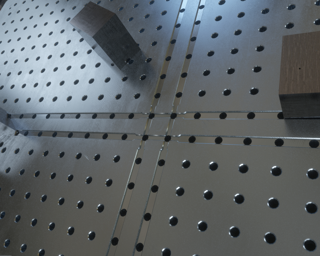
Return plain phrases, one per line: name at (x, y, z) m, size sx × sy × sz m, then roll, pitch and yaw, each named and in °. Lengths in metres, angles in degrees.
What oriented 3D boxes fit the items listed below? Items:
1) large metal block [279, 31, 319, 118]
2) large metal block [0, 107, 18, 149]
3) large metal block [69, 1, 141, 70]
large metal block at (0.176, -0.058, 0.335) m, size 0.080 × 0.050 × 0.080 m, roll 0°, pitch 62°, yaw 28°
large metal block at (-0.317, 0.004, 0.559) m, size 0.080 × 0.050 × 0.080 m, roll -46°, pitch 51°, yaw -4°
large metal block at (-0.091, -0.153, 0.516) m, size 0.050 × 0.080 × 0.080 m, roll -48°, pitch 51°, yaw -5°
